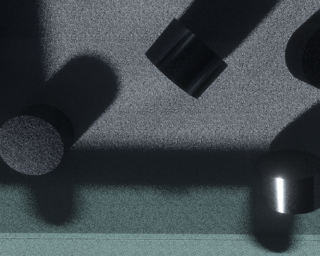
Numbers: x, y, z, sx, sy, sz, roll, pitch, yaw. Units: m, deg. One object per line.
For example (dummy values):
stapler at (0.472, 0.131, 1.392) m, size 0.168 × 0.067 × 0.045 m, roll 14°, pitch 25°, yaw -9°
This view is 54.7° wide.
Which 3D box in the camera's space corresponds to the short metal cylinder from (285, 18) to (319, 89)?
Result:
short metal cylinder at (0.199, -0.088, 0.368) m, size 0.081 × 0.050 × 0.079 m, roll 0°, pitch 110°, yaw -1°

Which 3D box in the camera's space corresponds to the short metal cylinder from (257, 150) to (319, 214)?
short metal cylinder at (0.173, 0.069, 0.410) m, size 0.080 × 0.080 × 0.050 m, roll -9°, pitch 110°, yaw 3°

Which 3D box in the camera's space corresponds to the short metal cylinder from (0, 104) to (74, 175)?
short metal cylinder at (-0.158, 0.014, 0.401) m, size 0.081 × 0.050 × 0.079 m, roll 0°, pitch 110°, yaw -1°

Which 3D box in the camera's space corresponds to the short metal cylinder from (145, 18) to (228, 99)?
short metal cylinder at (0.030, -0.079, 0.354) m, size 0.080 × 0.080 × 0.050 m, roll 38°, pitch 105°, yaw -13°
